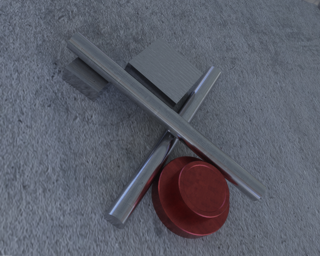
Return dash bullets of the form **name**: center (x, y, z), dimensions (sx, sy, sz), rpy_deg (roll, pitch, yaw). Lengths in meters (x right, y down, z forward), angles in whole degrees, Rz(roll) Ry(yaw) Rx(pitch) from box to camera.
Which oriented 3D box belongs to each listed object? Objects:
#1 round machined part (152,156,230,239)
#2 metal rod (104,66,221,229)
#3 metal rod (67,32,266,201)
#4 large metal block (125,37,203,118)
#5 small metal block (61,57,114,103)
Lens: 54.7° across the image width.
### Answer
- **round machined part**: center (0.043, 0.078, 0.371), dimensions (0.099, 0.042, 0.098), rpy_deg (14, 56, -21)
- **metal rod**: center (0.021, 0.003, 0.418), dimensions (0.025, 0.025, 0.301), rpy_deg (38, 51, -3)
- **metal rod**: center (0.009, -0.013, 0.387), dimensions (0.300, 0.025, 0.025), rpy_deg (40, 51, -2)
- **large metal block**: center (0.000, -0.068, 0.434), dimensions (0.080, 0.050, 0.080), rpy_deg (41, 51, -1)
- **small metal block**: center (-0.089, -0.069, 0.401), dimensions (0.050, 0.025, 0.050), rpy_deg (37, 51, -4)
